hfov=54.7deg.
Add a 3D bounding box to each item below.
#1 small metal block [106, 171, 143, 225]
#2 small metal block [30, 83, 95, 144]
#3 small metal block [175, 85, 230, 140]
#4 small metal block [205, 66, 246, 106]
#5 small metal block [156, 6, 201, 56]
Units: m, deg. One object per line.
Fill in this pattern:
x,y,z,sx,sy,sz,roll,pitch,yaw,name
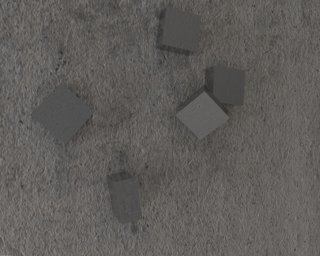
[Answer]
-0.045,0.084,0.379,0.025,0.050,0.050,-10,94,-20,small metal block
-0.115,-0.017,0.366,0.050,0.025,0.050,43,76,-15,small metal block
0.057,-0.020,0.417,0.050,0.025,0.050,-40,106,22,small metal block
0.092,-0.059,0.443,0.050,0.025,0.050,4,89,-20,small metal block
0.025,-0.129,0.418,0.050,0.025,0.050,7,88,-20,small metal block
